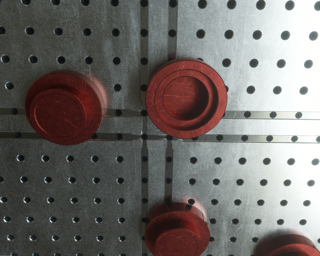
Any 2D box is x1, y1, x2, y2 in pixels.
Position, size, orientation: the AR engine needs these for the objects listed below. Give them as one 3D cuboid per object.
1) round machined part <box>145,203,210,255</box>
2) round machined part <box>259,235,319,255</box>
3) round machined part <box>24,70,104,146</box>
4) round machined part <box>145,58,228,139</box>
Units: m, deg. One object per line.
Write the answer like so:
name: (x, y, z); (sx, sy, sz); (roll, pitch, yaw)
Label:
round machined part: (0.026, 0.165, 0.465); (0.099, 0.042, 0.097); (0, 110, 0)
round machined part: (0.209, 0.221, 0.487); (0.099, 0.042, 0.097); (0, 110, 0)
round machined part: (-0.124, -0.022, 0.395); (0.099, 0.042, 0.097); (0, 110, 0)
round machined part: (0.032, -0.039, 0.390); (0.099, 0.042, 0.097); (0, 110, 0)
